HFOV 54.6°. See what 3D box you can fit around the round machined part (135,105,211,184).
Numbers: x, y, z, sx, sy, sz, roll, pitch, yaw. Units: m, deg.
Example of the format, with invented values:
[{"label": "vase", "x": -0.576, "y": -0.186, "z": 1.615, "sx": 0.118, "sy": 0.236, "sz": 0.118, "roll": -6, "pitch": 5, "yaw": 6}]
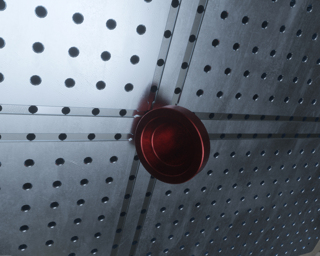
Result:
[{"label": "round machined part", "x": 0.020, "y": 0.019, "z": 0.398, "sx": 0.042, "sy": 0.098, "sz": 0.097, "roll": -21, "pitch": 134, "yaw": -56}]
